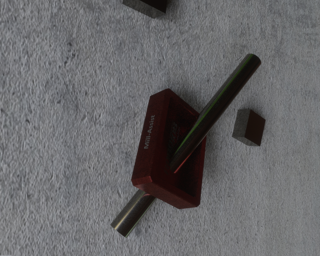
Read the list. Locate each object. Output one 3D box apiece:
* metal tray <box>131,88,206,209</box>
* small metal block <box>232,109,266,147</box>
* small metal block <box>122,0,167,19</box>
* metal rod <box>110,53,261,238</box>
[{"bbox_3d":[0.018,0.026,0.393,0.090,0.030,0.130,36,50,-34],"label":"metal tray"},{"bbox_3d":[0.155,0.000,0.538,0.050,0.025,0.050,26,74,-37],"label":"small metal block"},{"bbox_3d":[-0.017,-0.175,0.392,0.050,0.025,0.050,11,83,-40],"label":"small metal block"},{"bbox_3d":[0.043,0.012,0.408,0.300,0.025,0.025,-50,121,-16],"label":"metal rod"}]
